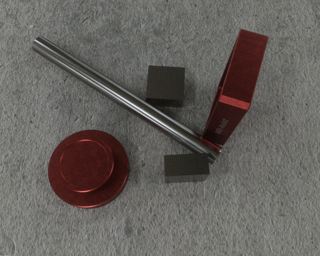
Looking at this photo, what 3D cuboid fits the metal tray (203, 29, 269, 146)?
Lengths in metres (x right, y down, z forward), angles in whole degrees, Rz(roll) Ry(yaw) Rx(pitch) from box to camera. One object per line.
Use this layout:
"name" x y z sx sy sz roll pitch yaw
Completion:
"metal tray" 0.085 -0.041 0.368 0.030 0.130 0.090 18 71 6

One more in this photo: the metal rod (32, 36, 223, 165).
"metal rod" -0.052 -0.043 0.420 0.301 0.025 0.025 32 73 11

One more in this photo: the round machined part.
"round machined part" -0.088 0.048 0.381 0.099 0.042 0.098 0 70 -1

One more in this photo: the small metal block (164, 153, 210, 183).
"small metal block" 0.031 0.050 0.377 0.050 0.050 0.025 -3 71 -1

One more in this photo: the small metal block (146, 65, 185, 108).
"small metal block" 0.008 -0.057 0.429 0.050 0.025 0.050 4 70 1
